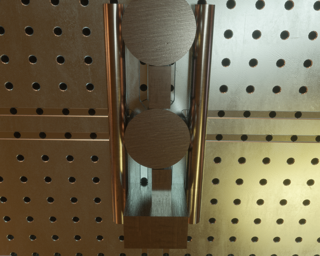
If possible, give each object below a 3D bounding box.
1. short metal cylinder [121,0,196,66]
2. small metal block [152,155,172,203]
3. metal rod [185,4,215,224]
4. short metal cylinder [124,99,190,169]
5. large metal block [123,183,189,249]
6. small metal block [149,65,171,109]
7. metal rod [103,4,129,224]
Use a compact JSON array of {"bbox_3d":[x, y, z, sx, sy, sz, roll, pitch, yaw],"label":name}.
[{"bbox_3d":[-0.001,-0.116,0.357,0.081,0.050,0.079,0,110,0],"label":"short metal cylinder"},{"bbox_3d":[0.002,0.067,0.424,0.025,0.050,0.050,0,110,0],"label":"small metal block"},{"bbox_3d":[0.050,-0.004,0.411,0.025,0.025,0.298,1,110,0],"label":"metal rod"},{"bbox_3d":[-0.003,0.006,0.402,0.081,0.050,0.079,0,110,0],"label":"short metal cylinder"},{"bbox_3d":[-0.005,0.118,0.427,0.081,0.080,0.050,1,110,-1],"label":"large metal block"},{"bbox_3d":[0.000,-0.055,0.378,0.025,0.050,0.050,1,110,0],"label":"small metal block"},{"bbox_3d":[-0.056,-0.004,0.410,0.025,0.025,0.298,1,110,0],"label":"metal rod"}]
